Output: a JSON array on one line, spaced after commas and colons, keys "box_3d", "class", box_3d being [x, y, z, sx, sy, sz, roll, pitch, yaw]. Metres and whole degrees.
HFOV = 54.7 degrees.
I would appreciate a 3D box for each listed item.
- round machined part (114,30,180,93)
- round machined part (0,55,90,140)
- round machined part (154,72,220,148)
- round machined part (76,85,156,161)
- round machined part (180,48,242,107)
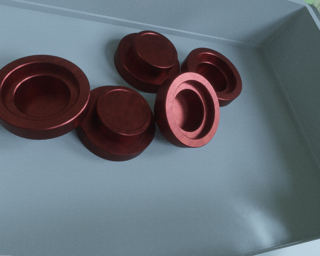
[{"box_3d": [-0.014, -0.103, 0.452, 0.099, 0.042, 0.098, 14, 56, -21], "class": "round machined part"}, {"box_3d": [-0.126, -0.029, 0.336, 0.099, 0.042, 0.098, 6, 58, -9], "class": "round machined part"}, {"box_3d": [0.031, -0.022, 0.411, 0.099, 0.042, 0.097, 4, 84, -39], "class": "round machined part"}, {"box_3d": [-0.049, -0.012, 0.377, 0.099, 0.042, 0.098, 14, 56, -21], "class": "round machined part"}, {"box_3d": [0.075, -0.074, 0.482, 0.099, 0.042, 0.098, 14, 56, -21], "class": "round machined part"}]
